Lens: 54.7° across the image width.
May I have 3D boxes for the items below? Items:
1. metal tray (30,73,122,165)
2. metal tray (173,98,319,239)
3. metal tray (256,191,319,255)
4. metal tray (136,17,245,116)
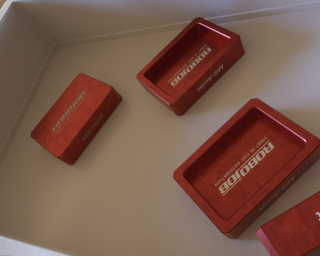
[{"bbox_3d":[-0.131,-0.018,0.482,0.090,0.030,0.130,27,76,37],"label":"metal tray"},{"bbox_3d":[0.090,0.039,0.331,0.130,0.030,0.090,-43,51,-2],"label":"metal tray"},{"bbox_3d":[0.147,0.069,0.244,0.130,0.090,0.030,-34,52,6],"label":"metal tray"},{"bbox_3d":[0.041,-0.089,0.435,0.130,0.030,0.090,-45,51,-3],"label":"metal tray"}]
